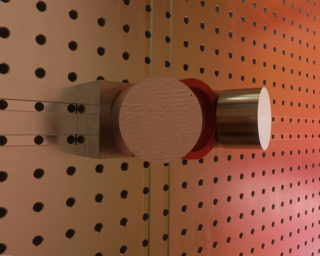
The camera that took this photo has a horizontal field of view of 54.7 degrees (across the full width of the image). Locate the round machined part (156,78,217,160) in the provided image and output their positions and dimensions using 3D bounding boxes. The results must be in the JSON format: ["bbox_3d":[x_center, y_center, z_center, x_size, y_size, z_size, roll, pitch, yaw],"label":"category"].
[{"bbox_3d":[0.028,-0.011,0.383,0.099,0.042,0.097,0,90,-40],"label":"round machined part"}]

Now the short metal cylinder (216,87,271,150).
[{"bbox_3d":[0.111,-0.012,0.404,0.080,0.050,0.080,1,89,-60],"label":"short metal cylinder"}]

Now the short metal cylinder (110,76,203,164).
[{"bbox_3d":[-0.006,-0.008,0.306,0.081,0.050,0.079,0,91,-19],"label":"short metal cylinder"}]

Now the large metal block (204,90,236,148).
[{"bbox_3d":[0.070,-0.013,0.451,0.081,0.050,0.080,-1,91,-40],"label":"large metal block"}]

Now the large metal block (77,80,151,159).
[{"bbox_3d":[-0.046,-0.008,0.354,0.081,0.050,0.080,1,90,-40],"label":"large metal block"}]
